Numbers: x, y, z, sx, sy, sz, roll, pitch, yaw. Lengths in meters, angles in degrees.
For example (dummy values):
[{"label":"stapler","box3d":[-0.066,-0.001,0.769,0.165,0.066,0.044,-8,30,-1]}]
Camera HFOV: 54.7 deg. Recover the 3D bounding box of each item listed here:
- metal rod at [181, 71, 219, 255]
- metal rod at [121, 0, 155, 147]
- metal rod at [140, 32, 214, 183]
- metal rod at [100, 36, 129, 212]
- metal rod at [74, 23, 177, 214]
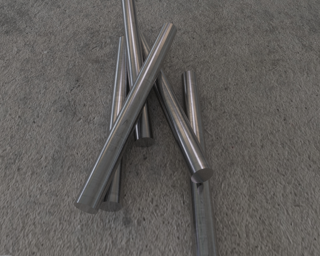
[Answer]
[{"label":"metal rod","box3d":[0.044,0.038,0.371,0.025,0.025,0.300,0,50,0]},{"label":"metal rod","box3d":[-0.038,-0.106,0.469,0.025,0.025,0.299,-6,57,-5]},{"label":"metal rod","box3d":[0.005,-0.051,0.428,0.025,0.025,0.300,-12,46,-10]},{"label":"metal rod","box3d":[-0.056,-0.031,0.428,0.025,0.025,0.300,-1,50,-1]},{"label":"metal rod","box3d":[-0.030,-0.036,0.391,0.025,0.025,0.300,13,55,11]}]
